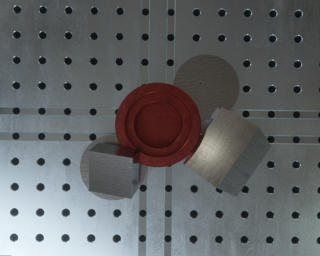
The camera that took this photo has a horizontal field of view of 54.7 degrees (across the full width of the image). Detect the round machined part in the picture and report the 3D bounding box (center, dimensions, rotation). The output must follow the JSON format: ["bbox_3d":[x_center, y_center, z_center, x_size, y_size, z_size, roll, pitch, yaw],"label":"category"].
[{"bbox_3d":[-0.002,-0.004,0.375,0.099,0.042,0.097,0,90,0],"label":"round machined part"}]

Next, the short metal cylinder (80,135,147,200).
[{"bbox_3d":[-0.057,0.048,0.400,0.081,0.050,0.079,0,90,0],"label":"short metal cylinder"}]

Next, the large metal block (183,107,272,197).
[{"bbox_3d":[0.086,0.032,0.380,0.050,0.080,0.080,34,90,34],"label":"large metal block"}]

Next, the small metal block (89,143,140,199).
[{"bbox_3d":[-0.051,0.048,0.350,0.050,0.025,0.050,8,110,12],"label":"small metal block"}]

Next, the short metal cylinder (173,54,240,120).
[{"bbox_3d":[0.056,-0.050,0.401,0.081,0.050,0.079,0,90,0],"label":"short metal cylinder"}]
